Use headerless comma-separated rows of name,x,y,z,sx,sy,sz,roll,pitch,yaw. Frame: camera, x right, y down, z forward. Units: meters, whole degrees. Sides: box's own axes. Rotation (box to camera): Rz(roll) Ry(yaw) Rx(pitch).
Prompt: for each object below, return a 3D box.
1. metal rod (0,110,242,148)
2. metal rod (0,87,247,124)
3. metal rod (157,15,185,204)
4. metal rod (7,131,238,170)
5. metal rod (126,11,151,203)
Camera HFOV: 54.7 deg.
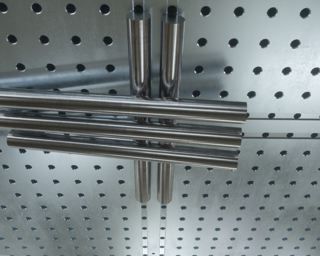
metal rod,-0.054,0.000,0.384,0.302,0.025,0.025,4,131,6
metal rod,-0.055,-0.027,0.361,0.302,0.025,0.025,4,131,6
metal rod,0.010,0.002,0.414,0.025,0.025,0.298,1,130,-1
metal rod,-0.052,0.028,0.407,0.302,0.025,0.025,5,131,6
metal rod,-0.025,-0.001,0.411,0.025,0.025,0.298,1,130,-1
